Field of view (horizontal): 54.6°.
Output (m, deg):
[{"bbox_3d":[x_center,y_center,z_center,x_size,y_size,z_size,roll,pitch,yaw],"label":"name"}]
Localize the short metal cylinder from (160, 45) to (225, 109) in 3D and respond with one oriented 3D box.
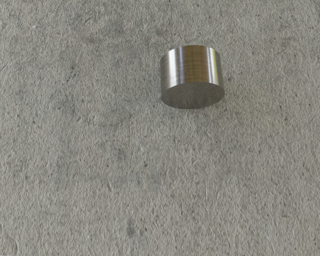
[{"bbox_3d":[0.041,-0.063,0.402,0.080,0.080,0.050,-2,70,-1],"label":"short metal cylinder"}]
